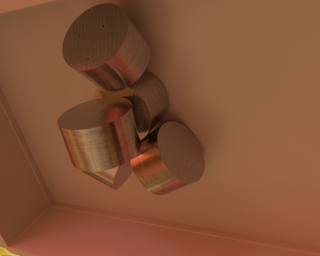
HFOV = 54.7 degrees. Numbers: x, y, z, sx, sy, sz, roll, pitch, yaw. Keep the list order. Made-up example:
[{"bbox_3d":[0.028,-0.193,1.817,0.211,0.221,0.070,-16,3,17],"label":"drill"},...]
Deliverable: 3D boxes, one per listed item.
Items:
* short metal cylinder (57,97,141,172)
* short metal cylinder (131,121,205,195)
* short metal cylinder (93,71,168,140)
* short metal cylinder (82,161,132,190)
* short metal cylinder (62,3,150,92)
[{"bbox_3d":[-0.065,0.004,0.343,0.080,0.080,0.050,3,120,26],"label":"short metal cylinder"},{"bbox_3d":[0.011,0.038,0.389,0.050,0.080,0.080,-32,101,39],"label":"short metal cylinder"},{"bbox_3d":[-0.036,-0.029,0.391,0.080,0.050,0.079,13,124,21],"label":"short metal cylinder"},{"bbox_3d":[-0.064,0.038,0.428,0.050,0.080,0.079,26,128,12],"label":"short metal cylinder"},{"bbox_3d":[-0.058,-0.087,0.340,0.080,0.080,0.050,4,163,26],"label":"short metal cylinder"}]
